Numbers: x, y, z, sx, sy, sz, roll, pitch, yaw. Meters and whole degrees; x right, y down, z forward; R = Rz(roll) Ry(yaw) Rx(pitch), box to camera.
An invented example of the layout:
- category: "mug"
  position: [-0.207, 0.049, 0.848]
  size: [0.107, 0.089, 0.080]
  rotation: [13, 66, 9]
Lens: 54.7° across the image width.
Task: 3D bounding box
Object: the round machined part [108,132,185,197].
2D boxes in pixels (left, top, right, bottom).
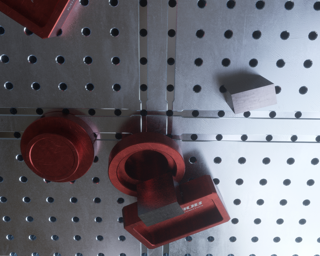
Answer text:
- category: "round machined part"
  position: [-0.018, 0.044, 0.411]
  size: [0.099, 0.042, 0.097]
  rotation: [-3, 126, -4]

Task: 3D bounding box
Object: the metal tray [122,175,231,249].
- category: "metal tray"
  position: [0.025, 0.121, 0.435]
  size: [0.130, 0.030, 0.090]
  rotation: [-23, 135, 8]

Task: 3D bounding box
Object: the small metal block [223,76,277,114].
- category: "small metal block"
  position: [0.110, -0.042, 0.385]
  size: [0.050, 0.050, 0.025]
  rotation: [-14, 110, 5]

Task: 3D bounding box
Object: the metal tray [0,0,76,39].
- category: "metal tray"
  position: [-0.131, -0.178, 0.343]
  size: [0.090, 0.030, 0.129]
  rotation: [33, 107, -12]

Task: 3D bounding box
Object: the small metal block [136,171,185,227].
- category: "small metal block"
  position: [0.000, 0.088, 0.389]
  size: [0.050, 0.050, 0.025]
  rotation: [-22, 126, 9]

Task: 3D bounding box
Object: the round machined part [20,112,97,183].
- category: "round machined part"
  position: [-0.137, 0.031, 0.414]
  size: [0.099, 0.042, 0.097]
  rotation: [0, 110, 0]
